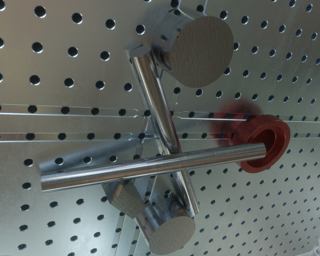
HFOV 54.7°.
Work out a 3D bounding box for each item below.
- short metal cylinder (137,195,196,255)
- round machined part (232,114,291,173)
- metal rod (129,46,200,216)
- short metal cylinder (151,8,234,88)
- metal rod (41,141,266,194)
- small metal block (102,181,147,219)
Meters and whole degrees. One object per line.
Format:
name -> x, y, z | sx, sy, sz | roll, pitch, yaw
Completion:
short metal cylinder -> 0.009, 0.154, 0.496 | 0.081, 0.050, 0.079 | -14, 124, -21
round machined part -> 0.157, 0.021, 0.499 | 0.099, 0.042, 0.097 | -14, 124, -21
metal rod -> 0.017, 0.027, 0.436 | 0.025, 0.025, 0.299 | -28, 128, -11
short metal cylinder -> 0.037, -0.093, 0.358 | 0.081, 0.050, 0.079 | -14, 124, -21
metal rod -> 0.003, 0.049, 0.414 | 0.302, 0.025, 0.025 | -7, 122, -15
small metal block -> -0.051, 0.089, 0.422 | 0.025, 0.050, 0.050 | -42, 129, 1
